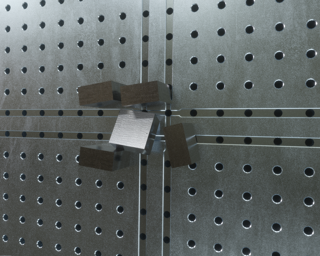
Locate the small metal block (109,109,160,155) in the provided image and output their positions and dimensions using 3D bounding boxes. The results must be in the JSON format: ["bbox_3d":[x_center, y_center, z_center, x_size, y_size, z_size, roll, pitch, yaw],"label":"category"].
[{"bbox_3d":[-0.033,0.005,0.414,0.050,0.025,0.050,9,69,19],"label":"small metal block"}]

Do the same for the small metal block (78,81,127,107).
[{"bbox_3d":[-0.076,-0.045,0.425,0.050,0.050,0.025,-8,88,19],"label":"small metal block"}]

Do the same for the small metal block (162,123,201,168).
[{"bbox_3d":[0.028,0.021,0.389,0.025,0.050,0.050,-14,86,19],"label":"small metal block"}]

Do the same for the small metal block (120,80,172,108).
[{"bbox_3d":[-0.017,-0.043,0.404,0.050,0.050,0.025,-6,88,19],"label":"small metal block"}]

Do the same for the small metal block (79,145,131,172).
[{"bbox_3d":[-0.074,0.040,0.424,0.050,0.050,0.025,8,93,19],"label":"small metal block"}]
